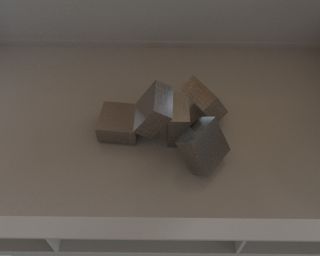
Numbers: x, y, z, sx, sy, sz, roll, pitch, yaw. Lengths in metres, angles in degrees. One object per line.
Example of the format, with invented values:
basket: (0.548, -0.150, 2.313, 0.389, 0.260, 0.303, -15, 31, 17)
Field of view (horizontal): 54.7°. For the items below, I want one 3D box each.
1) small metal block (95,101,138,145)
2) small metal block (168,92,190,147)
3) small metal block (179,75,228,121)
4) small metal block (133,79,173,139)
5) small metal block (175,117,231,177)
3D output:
small metal block: (-0.053, -0.007, 0.407, 0.050, 0.025, 0.050, 5, 50, 4)
small metal block: (0.023, -0.010, 0.396, 0.025, 0.050, 0.050, 1, 50, 0)
small metal block: (0.059, -0.037, 0.415, 0.025, 0.050, 0.050, -44, 57, 7)
small metal block: (-0.008, -0.022, 0.382, 0.025, 0.050, 0.050, 22, 49, -23)
small metal block: (0.052, 0.021, 0.366, 0.025, 0.050, 0.050, 2, 38, 50)
